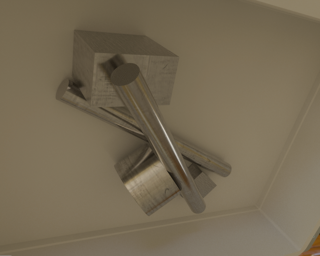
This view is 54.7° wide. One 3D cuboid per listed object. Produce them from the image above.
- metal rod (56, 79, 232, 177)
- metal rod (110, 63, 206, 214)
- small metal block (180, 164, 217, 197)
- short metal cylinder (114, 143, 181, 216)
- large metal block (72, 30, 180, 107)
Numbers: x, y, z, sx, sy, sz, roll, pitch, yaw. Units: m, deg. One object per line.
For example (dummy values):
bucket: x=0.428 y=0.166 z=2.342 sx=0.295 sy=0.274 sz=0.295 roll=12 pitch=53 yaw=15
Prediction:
metal rod: x=0.002 y=0.014 z=0.419 sx=0.301 sy=0.025 sz=0.025 roll=28 pitch=103 yaw=-38
metal rod: x=0.016 y=0.039 z=0.366 sx=0.025 sy=0.025 sz=0.299 roll=-35 pitch=142 yaw=-6
small metal block: x=0.055 y=0.091 z=0.496 sx=0.050 sy=0.025 sz=0.050 roll=-44 pitch=130 yaw=2
short metal cylinder: x=-0.016 y=0.067 z=0.404 sx=0.050 sy=0.080 sz=0.080 roll=-35 pitch=129 yaw=-6
large metal block: x=-0.039 y=-0.062 z=0.314 sx=0.081 sy=0.080 sz=0.050 roll=-4 pitch=120 yaw=-27
